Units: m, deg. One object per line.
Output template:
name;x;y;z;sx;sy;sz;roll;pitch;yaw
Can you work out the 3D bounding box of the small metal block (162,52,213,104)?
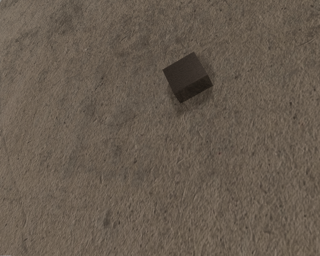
small metal block;0.037;-0.069;0.426;0.050;0.025;0.050;-29;52;9
